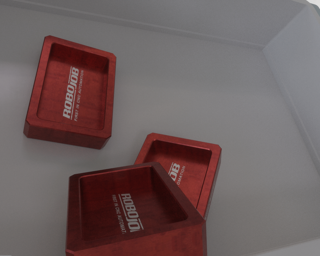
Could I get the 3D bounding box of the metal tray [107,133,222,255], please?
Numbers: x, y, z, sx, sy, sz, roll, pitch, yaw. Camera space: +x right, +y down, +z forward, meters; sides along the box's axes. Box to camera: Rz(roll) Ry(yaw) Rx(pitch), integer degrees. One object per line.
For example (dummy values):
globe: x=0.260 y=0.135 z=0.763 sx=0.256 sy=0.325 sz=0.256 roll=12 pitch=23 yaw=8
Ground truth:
metal tray: x=0.010 y=0.069 z=0.337 sx=0.090 sy=0.030 sz=0.130 roll=10 pitch=50 yaw=16

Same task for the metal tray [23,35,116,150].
metal tray: x=-0.103 y=-0.044 z=0.373 sx=0.091 sy=0.030 sz=0.130 roll=12 pitch=57 yaw=-22

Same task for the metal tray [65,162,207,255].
metal tray: x=-0.028 y=0.068 z=0.256 sx=0.091 sy=0.130 sz=0.030 roll=-8 pitch=104 yaw=-14
